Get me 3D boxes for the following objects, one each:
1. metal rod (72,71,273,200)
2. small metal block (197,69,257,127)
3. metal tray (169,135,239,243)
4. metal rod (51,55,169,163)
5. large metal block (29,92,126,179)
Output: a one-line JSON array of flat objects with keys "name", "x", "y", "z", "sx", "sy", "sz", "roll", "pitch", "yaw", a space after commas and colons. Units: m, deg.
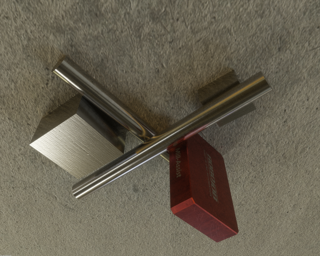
[{"name": "metal rod", "x": -0.002, "y": 0.021, "z": 0.393, "sx": 0.300, "sy": 0.025, "sz": 0.025, "roll": -32, "pitch": 124, "yaw": 23}, {"name": "small metal block", "x": 0.082, "y": -0.035, "z": 0.380, "sx": 0.050, "sy": 0.025, "sz": 0.050, "roll": -28, "pitch": 125, "yaw": 21}, {"name": "metal tray", "x": 0.053, "y": 0.066, "z": 0.396, "sx": 0.030, "sy": 0.130, "sz": 0.090, "roll": -35, "pitch": 122, "yaw": 26}, {"name": "metal rod", "x": -0.013, "y": 0.012, "z": 0.419, "sx": 0.025, "sy": 0.025, "sz": 0.301, "roll": -35, "pitch": 123, "yaw": 25}, {"name": "large metal block", "x": -0.101, "y": 0.010, "z": 0.398, "sx": 0.080, "sy": 0.050, "sz": 0.080, "roll": -30, "pitch": 125, "yaw": 22}]
